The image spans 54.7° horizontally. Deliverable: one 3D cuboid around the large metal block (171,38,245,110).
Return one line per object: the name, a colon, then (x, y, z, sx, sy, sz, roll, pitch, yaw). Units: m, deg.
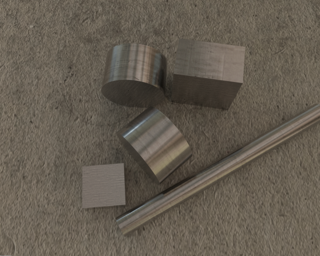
large metal block: (0.059, -0.067, 0.404, 0.080, 0.080, 0.050, 8, 70, 2)

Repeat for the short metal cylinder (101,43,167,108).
short metal cylinder: (-0.032, -0.065, 0.402, 0.081, 0.080, 0.050, 4, 70, 1)

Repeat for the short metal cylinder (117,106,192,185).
short metal cylinder: (-0.007, 0.021, 0.371, 0.050, 0.080, 0.080, -39, 75, -13)

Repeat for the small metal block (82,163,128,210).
small metal block: (-0.067, 0.072, 0.381, 0.050, 0.025, 0.050, -4, 70, -2)

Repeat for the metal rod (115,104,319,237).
metal rod: (0.085, 0.048, 0.391, 0.302, 0.025, 0.025, -28, 73, -10)
